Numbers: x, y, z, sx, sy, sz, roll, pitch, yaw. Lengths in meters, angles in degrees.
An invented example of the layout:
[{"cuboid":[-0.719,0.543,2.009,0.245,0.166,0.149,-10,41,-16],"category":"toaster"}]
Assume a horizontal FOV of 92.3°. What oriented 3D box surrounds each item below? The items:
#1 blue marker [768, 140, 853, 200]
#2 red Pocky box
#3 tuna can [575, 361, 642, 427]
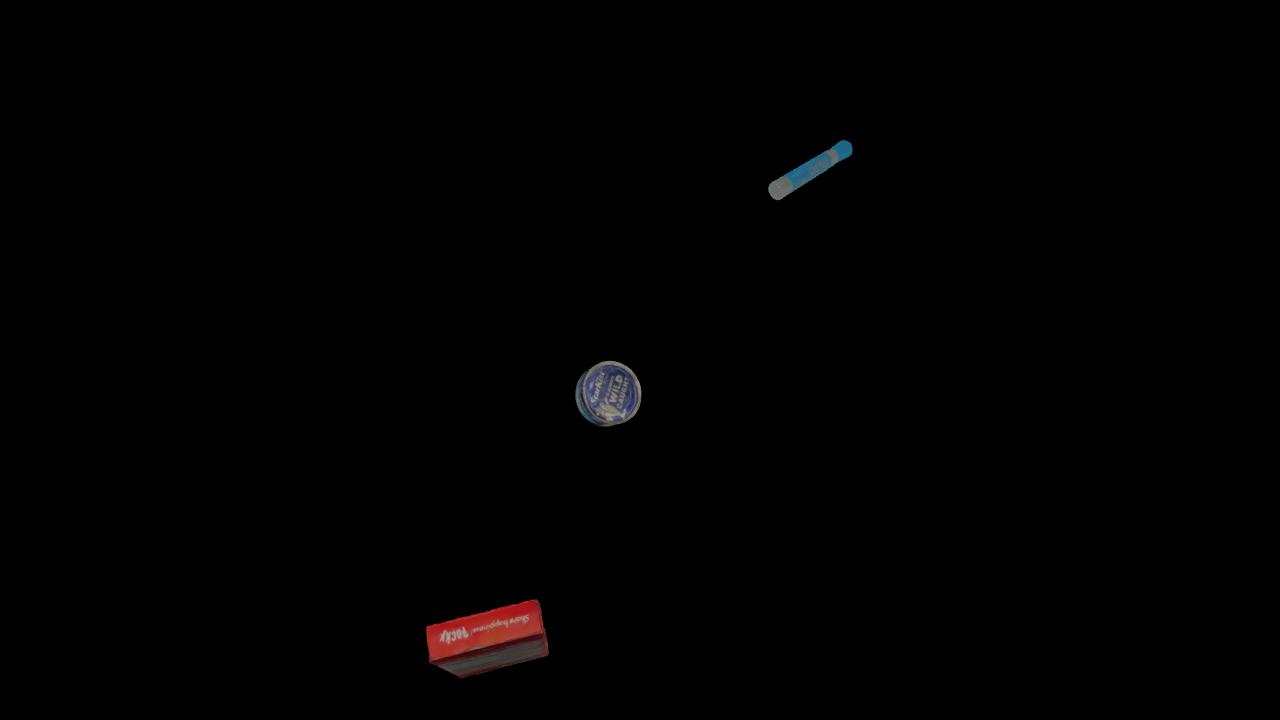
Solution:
[{"cuboid":[0.175,-0.194,0.620,0.121,0.020,0.020,-35,17,-26],"category":"blue marker"},{"cuboid":[-0.118,0.231,0.504,0.083,0.028,0.155,-8,-30,-12],"category":"red Pocky box"},{"cuboid":[-0.042,0.045,0.810,0.084,0.084,0.034,0,-13,-28],"category":"tuna can"}]
